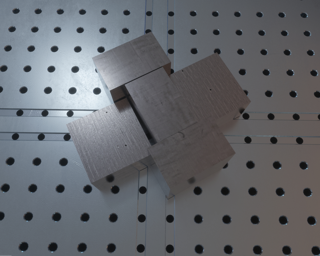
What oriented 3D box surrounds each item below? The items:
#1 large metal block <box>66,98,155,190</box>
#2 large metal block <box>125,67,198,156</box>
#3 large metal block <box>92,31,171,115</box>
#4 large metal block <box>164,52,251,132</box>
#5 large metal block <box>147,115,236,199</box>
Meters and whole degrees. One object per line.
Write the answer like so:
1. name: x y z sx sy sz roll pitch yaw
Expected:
1. large metal block: -0.060 0.021 0.392 0.080 0.050 0.080 -25 72 -9
2. large metal block: 0.001 -0.015 0.388 0.050 0.080 0.080 -27 72 -9
3. large metal block: -0.034 -0.067 0.406 0.080 0.080 0.050 -27 72 -9
4. large metal block: 0.058 -0.041 0.413 0.080 0.050 0.080 -27 74 -9
5. large metal block: 0.033 0.038 0.369 0.080 0.080 0.050 -27 72 -10
